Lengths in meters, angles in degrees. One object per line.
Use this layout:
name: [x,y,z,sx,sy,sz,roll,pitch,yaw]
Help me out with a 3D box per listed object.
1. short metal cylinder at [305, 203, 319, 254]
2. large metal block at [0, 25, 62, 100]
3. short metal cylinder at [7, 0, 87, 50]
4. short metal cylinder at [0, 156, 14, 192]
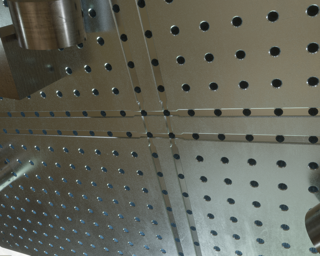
short metal cylinder: [0.208,0.110,0.334,0.080,0.080,0.050,35,129,5]
large metal block: [-0.188,-0.093,0.417,0.050,0.080,0.079,10,123,23]
short metal cylinder: [-0.131,-0.129,0.365,0.080,0.080,0.050,12,124,21]
short metal cylinder: [-0.353,0.098,0.642,0.080,0.050,0.079,13,124,21]
